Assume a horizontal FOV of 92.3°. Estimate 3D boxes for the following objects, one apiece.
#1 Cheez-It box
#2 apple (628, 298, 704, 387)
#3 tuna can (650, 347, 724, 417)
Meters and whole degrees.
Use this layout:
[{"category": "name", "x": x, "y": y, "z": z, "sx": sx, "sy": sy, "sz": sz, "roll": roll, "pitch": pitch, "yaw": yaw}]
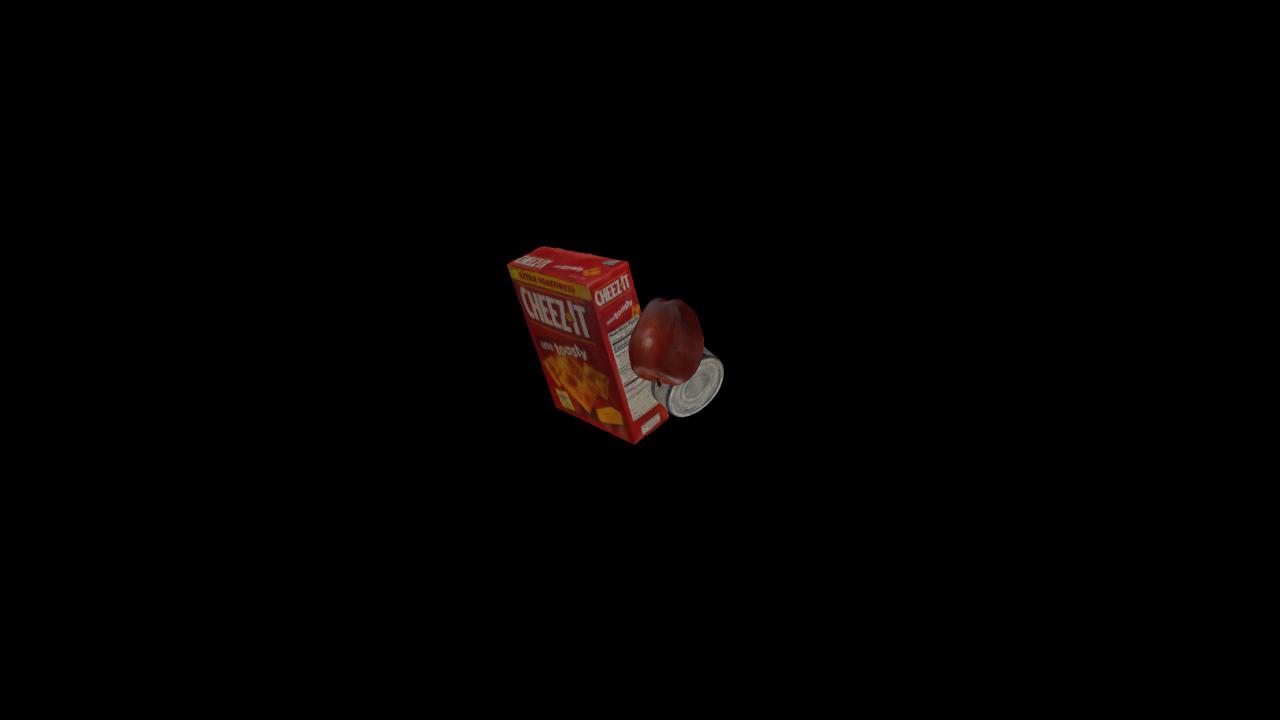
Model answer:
[{"category": "Cheez-It box", "x": -0.063, "y": -0.021, "z": 0.760, "sx": 0.071, "sy": 0.223, "sz": 0.166, "roll": -35, "pitch": 36, "yaw": -32}, {"category": "apple", "x": 0.028, "y": -0.016, "z": 0.646, "sx": 0.079, "sy": 0.093, "sz": 0.079, "roll": 12, "pitch": -10, "yaw": 2}, {"category": "tuna can", "x": 0.056, "y": 0.024, "z": 0.703, "sx": 0.084, "sy": 0.084, "sz": 0.034, "roll": 0, "pitch": 31, "yaw": -42}]
